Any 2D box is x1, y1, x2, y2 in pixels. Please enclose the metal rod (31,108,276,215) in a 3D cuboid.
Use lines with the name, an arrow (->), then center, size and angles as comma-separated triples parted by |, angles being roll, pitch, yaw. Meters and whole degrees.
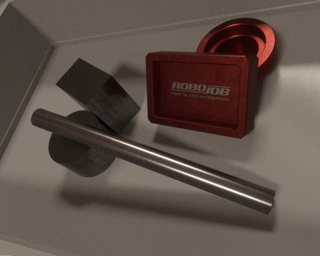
metal rod -> -0.025, 0.030, 0.355 | 0.301, 0.025, 0.025 | 18, 71, 20

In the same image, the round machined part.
round machined part -> 0.099, -0.090, 0.397 | 0.098, 0.042, 0.098 | -13, 56, 20

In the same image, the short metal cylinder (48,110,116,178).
short metal cylinder -> -0.105, 0.022, 0.429 | 0.080, 0.050, 0.080 | -13, 56, 21

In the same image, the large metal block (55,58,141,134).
large metal block -> -0.087, -0.045, 0.441 | 0.080, 0.080, 0.050 | 32, 80, 37

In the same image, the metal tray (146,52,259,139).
metal tray -> 0.045, -0.043, 0.369 | 0.130, 0.030, 0.089 | 10, 111, 32
